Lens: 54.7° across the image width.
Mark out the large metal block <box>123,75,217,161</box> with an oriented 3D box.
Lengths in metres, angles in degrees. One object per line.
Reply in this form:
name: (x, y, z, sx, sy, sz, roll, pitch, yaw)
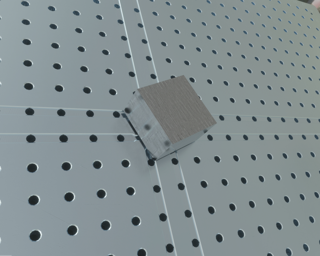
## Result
large metal block: (0.013, -0.015, 0.406, 0.081, 0.050, 0.080, -23, 74, -37)
